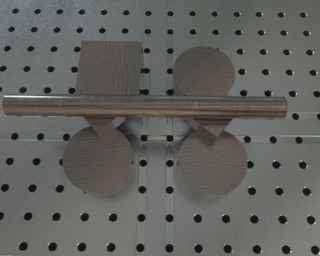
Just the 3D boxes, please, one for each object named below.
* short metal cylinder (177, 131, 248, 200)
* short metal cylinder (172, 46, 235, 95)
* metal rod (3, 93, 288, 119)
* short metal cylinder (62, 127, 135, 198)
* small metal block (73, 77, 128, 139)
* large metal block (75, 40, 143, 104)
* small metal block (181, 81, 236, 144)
[{"bbox_3d":[0.061,0.046,0.382,0.081,0.050,0.080,0,70,0],"label":"short metal cylinder"},{"bbox_3d":[0.057,-0.063,0.422,0.081,0.050,0.080,0,70,0],"label":"short metal cylinder"},{"bbox_3d":[-0.016,-0.024,0.340,0.302,0.025,0.025,1,70,0],"label":"metal rod"},{"bbox_3d":[-0.072,0.042,0.381,0.081,0.050,0.080,0,70,0],"label":"short metal cylinder"},{"bbox_3d":[-0.067,-0.024,0.367,0.050,0.025,0.050,-38,75,-13],"label":"small metal block"},{"bbox_3d":[-0.065,-0.070,0.423,0.080,0.050,0.080,1,70,0],"label":"large metal block"},{"bbox_3d":[0.060,-0.018,0.366,0.050,0.025,0.050,39,74,13],"label":"small metal block"}]
